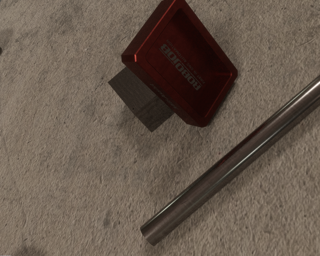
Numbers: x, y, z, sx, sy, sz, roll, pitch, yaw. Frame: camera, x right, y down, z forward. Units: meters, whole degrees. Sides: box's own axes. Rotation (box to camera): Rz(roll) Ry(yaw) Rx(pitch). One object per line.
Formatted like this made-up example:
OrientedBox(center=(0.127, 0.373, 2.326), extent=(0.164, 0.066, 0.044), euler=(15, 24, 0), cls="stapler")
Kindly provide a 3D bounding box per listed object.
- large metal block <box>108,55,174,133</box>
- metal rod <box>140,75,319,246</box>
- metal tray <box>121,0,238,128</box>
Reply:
OrientedBox(center=(-0.012, -0.055, 0.426), extent=(0.080, 0.050, 0.080), euler=(-41, 51, 0), cls="large metal block")
OrientedBox(center=(0.101, 0.021, 0.337), extent=(0.300, 0.025, 0.025), euler=(-40, 51, 0), cls="metal rod")
OrientedBox(center=(0.029, -0.072, 0.362), extent=(0.030, 0.130, 0.090), euler=(16, 69, 53), cls="metal tray")
